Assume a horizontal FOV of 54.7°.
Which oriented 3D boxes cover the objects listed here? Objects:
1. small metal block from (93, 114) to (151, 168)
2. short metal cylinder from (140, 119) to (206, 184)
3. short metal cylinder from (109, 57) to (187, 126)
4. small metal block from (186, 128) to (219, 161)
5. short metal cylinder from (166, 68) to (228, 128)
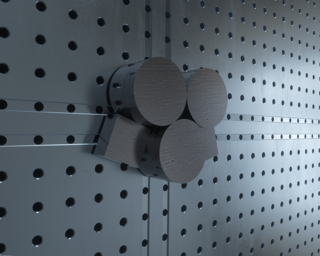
[{"bbox_3d":[-0.044,0.016,0.368,0.050,0.025,0.050,26,74,-37],"label":"small metal block"},{"bbox_3d":[0.014,0.028,0.400,0.081,0.050,0.079,0,90,-40],"label":"short metal cylinder"},{"bbox_3d":[-0.014,-0.042,0.377,0.081,0.050,0.079,0,90,-40],"label":"short metal cylinder"},{"bbox_3d":[0.056,0.022,0.453,0.050,0.025,0.050,-18,102,-39],"label":"small metal block"},{"bbox_3d":[0.048,-0.040,0.429,0.081,0.050,0.079,0,90,-40],"label":"short metal cylinder"}]
